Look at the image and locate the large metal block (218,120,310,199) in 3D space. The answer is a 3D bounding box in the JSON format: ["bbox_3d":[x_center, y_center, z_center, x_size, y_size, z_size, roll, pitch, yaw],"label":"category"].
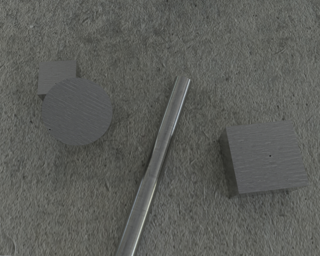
[{"bbox_3d":[0.123,0.040,0.382,0.081,0.050,0.080,-6,70,-3],"label":"large metal block"}]

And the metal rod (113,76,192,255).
[{"bbox_3d":[-0.013,0.068,0.383,0.025,0.025,0.299,17,71,6],"label":"metal rod"}]

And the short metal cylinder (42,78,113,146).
[{"bbox_3d":[-0.100,-0.019,0.387,0.081,0.050,0.079,0,90,-9],"label":"short metal cylinder"}]

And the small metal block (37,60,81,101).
[{"bbox_3d":[-0.139,-0.065,0.430,0.050,0.025,0.050,-4,70,-2],"label":"small metal block"}]
